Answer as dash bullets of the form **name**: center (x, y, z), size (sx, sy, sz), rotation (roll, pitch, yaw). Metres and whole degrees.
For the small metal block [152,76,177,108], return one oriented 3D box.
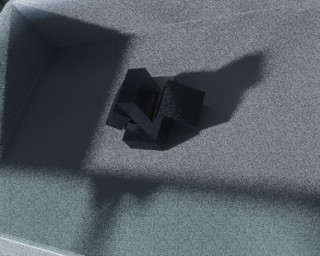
- **small metal block**: center (-0.004, -0.044, 0.431), size (0.050, 0.025, 0.050), rotation (3, 63, 29)

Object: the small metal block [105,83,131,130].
- **small metal block**: center (-0.052, -0.030, 0.432), size (0.050, 0.025, 0.050), rotation (139, 150, -62)

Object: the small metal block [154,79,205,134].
- **small metal block**: center (0.025, -0.027, 0.392), size (0.050, 0.025, 0.050), rotation (19, 67, -7)

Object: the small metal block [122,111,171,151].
- **small metal block**: center (-0.016, 0.001, 0.411), size (0.050, 0.025, 0.050), rotation (3, 63, 29)

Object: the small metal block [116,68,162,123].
- **small metal block**: center (-0.025, -0.040, 0.392), size (0.025, 0.050, 0.050), rotation (1, 62, 28)
